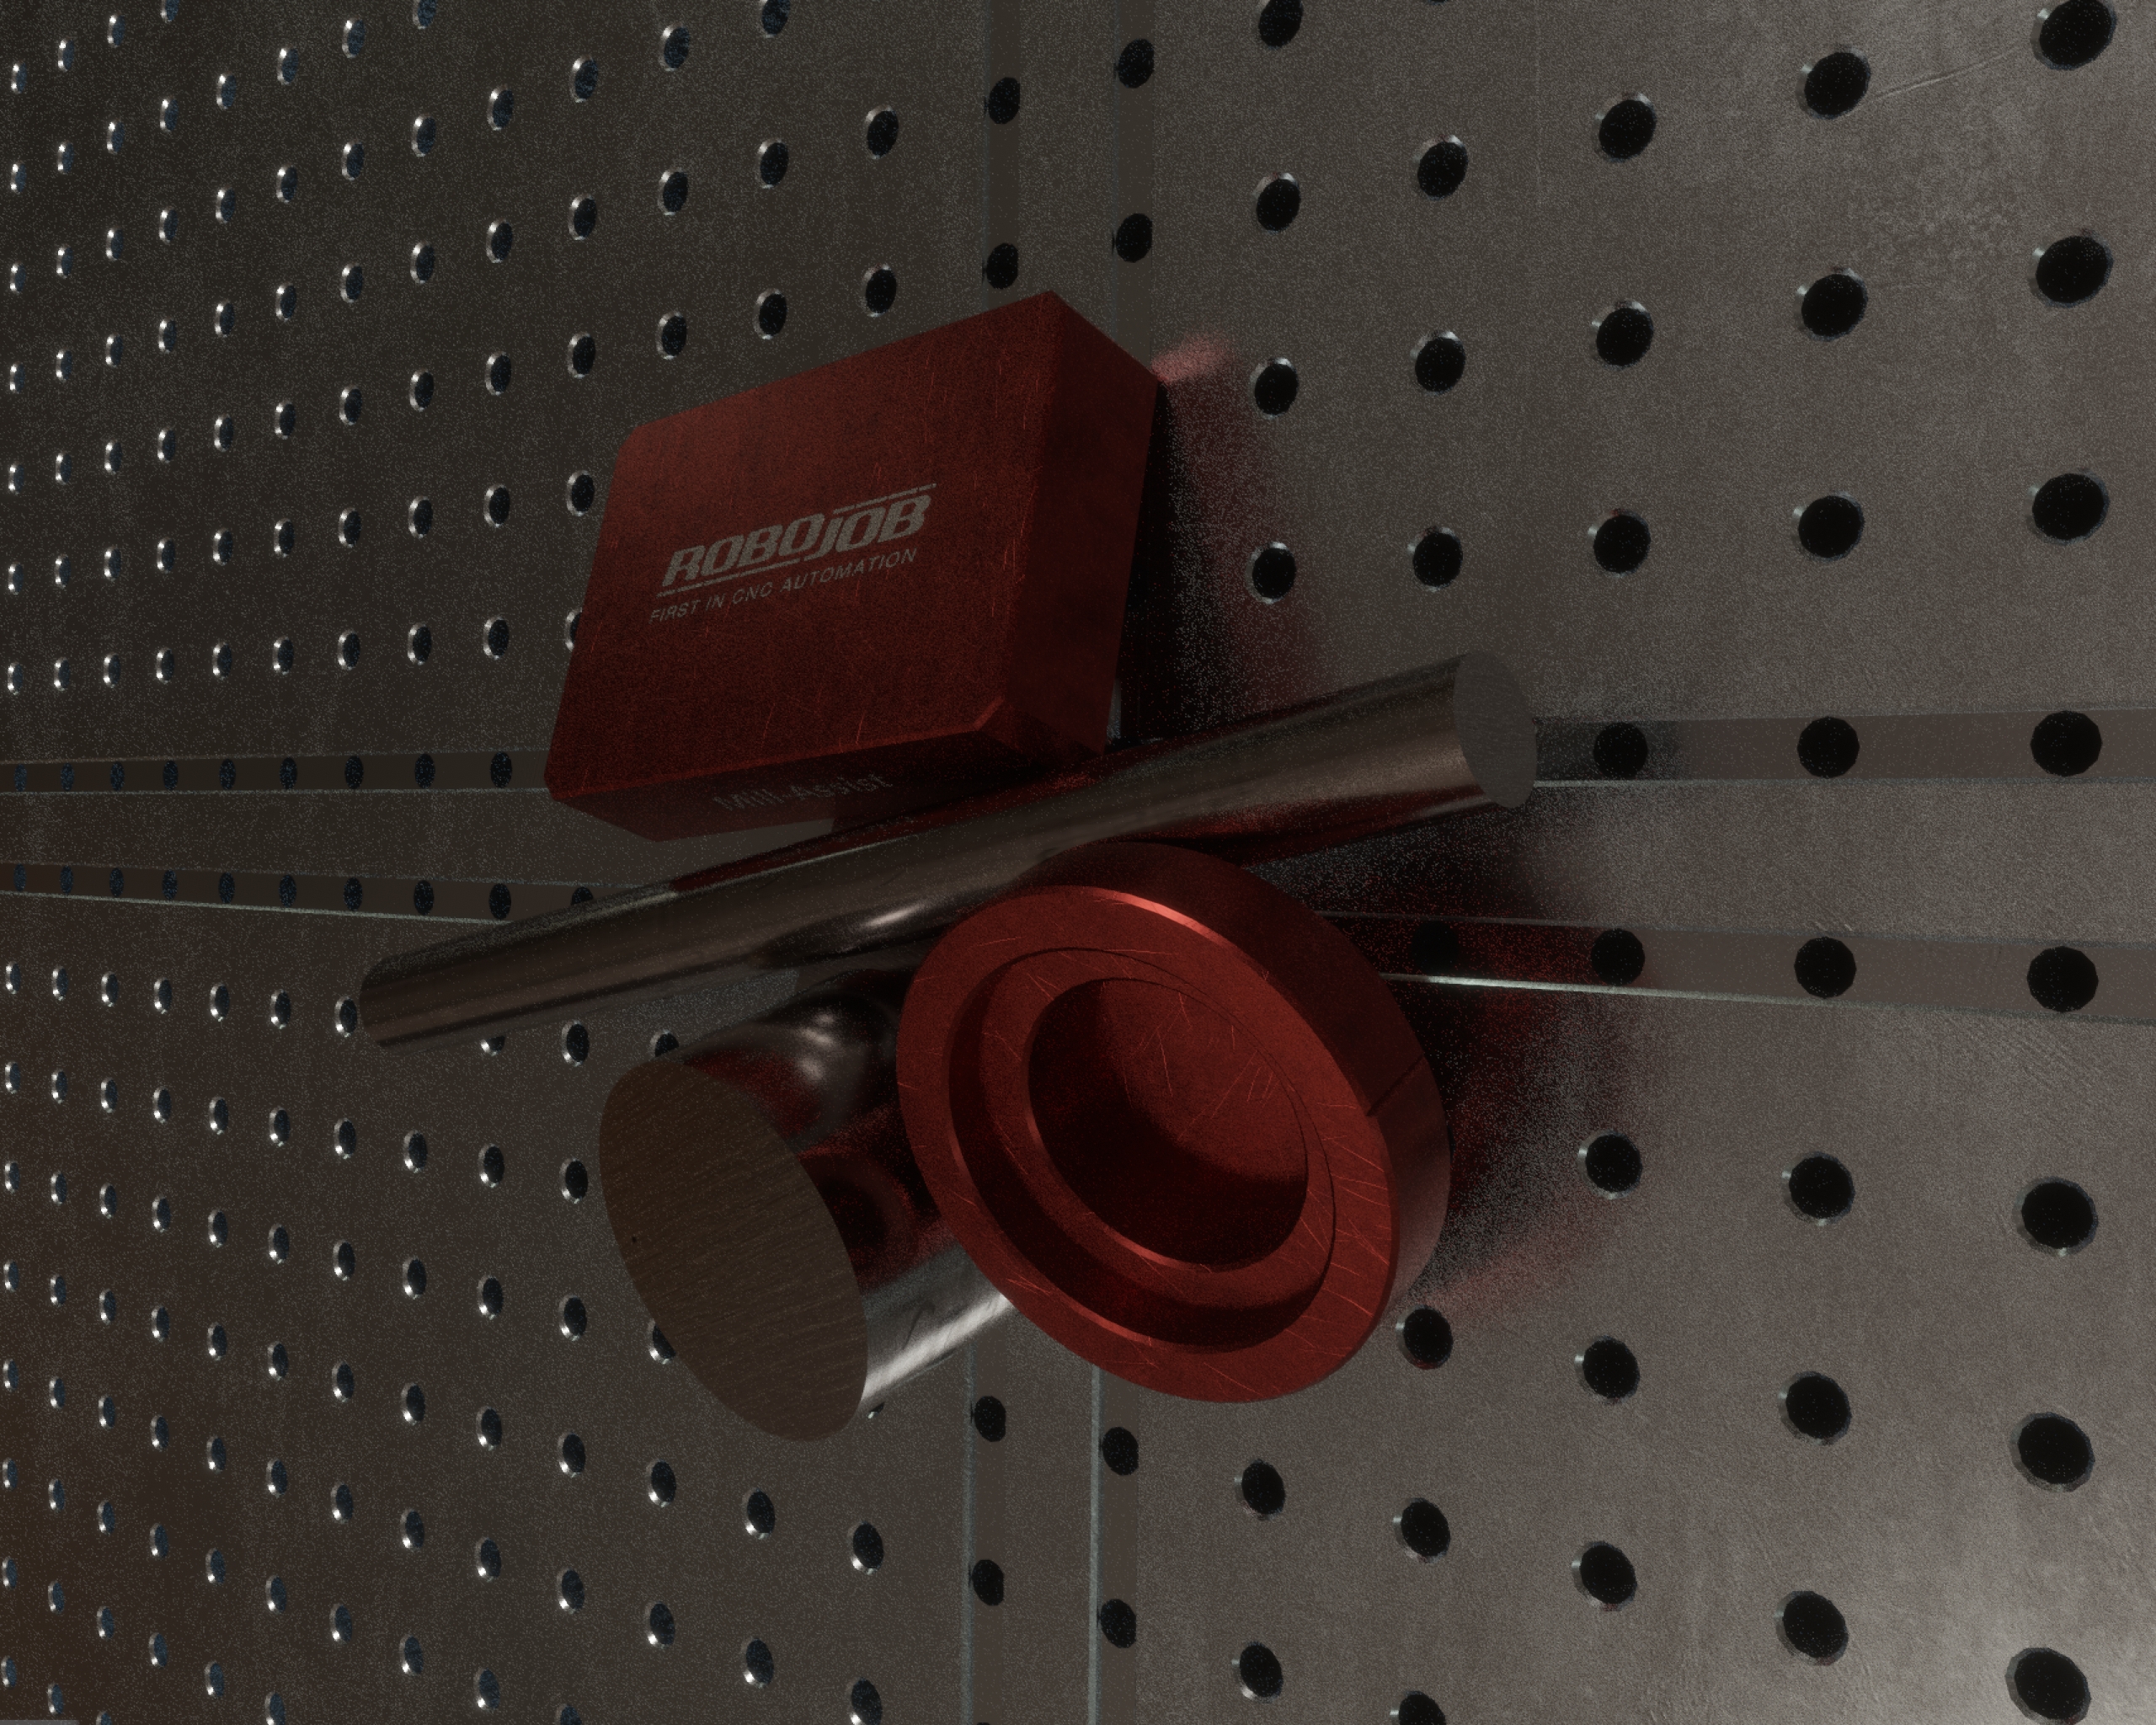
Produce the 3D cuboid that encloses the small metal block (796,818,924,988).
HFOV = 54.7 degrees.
[{"bbox_3d":[-0.030,0.015,0.443,0.050,0.025,0.050,23,104,37],"label":"small metal block"}]

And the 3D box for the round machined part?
[{"bbox_3d":[0.020,0.041,0.365,0.098,0.042,0.097,16,120,29],"label":"round machined part"}]

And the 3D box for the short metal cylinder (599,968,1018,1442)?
[{"bbox_3d":[-0.051,0.067,0.417,0.080,0.050,0.079,21,122,38],"label":"short metal cylinder"}]

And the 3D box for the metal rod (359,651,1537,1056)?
[{"bbox_3d":[-0.050,0.007,0.414,0.300,0.025,0.025,-14,82,38],"label":"metal rod"}]

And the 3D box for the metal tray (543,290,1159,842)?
[{"bbox_3d":[-0.049,-0.056,0.426,0.130,0.030,0.090,-6,67,39],"label":"metal tray"}]
